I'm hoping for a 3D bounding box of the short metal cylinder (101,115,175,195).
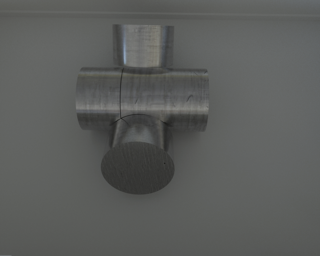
[{"bbox_3d":[-0.024,0.031,0.359,0.081,0.079,0.050,0,36,0],"label":"short metal cylinder"}]

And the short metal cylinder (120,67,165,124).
[{"bbox_3d":[-0.019,-0.036,0.391,0.050,0.080,0.080,1,70,1],"label":"short metal cylinder"}]

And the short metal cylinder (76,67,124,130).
[{"bbox_3d":[-0.070,-0.037,0.392,0.050,0.080,0.080,1,70,1],"label":"short metal cylinder"}]

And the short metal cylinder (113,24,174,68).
[{"bbox_3d":[-0.022,-0.110,0.411,0.080,0.080,0.050,2,108,0],"label":"short metal cylinder"}]

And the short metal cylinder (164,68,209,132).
[{"bbox_3d":[0.031,-0.035,0.392,0.050,0.080,0.080,1,70,1],"label":"short metal cylinder"}]
